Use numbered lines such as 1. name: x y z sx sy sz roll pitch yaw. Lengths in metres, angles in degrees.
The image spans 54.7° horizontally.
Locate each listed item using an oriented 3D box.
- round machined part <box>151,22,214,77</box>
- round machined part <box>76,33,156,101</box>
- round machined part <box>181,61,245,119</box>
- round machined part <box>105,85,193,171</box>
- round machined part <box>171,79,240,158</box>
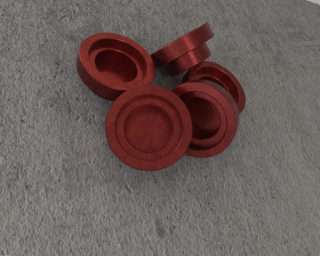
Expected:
1. round machined part: 0.034 -0.108 0.446 0.099 0.098 0.042 -41 107 -39
2. round machined part: -0.059 -0.074 0.403 0.099 0.042 0.098 14 53 -19
3. round machined part: 0.075 -0.049 0.462 0.099 0.042 0.098 14 55 -21
4. round machined part: -0.014 0.002 0.367 0.099 0.042 0.097 1 82 -6
5. round machined part: 0.053 -0.014 0.398 0.098 0.098 0.042 46 30 4
